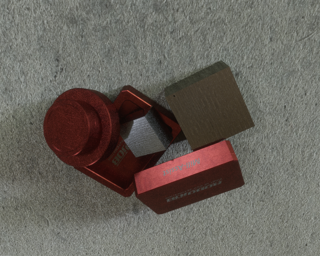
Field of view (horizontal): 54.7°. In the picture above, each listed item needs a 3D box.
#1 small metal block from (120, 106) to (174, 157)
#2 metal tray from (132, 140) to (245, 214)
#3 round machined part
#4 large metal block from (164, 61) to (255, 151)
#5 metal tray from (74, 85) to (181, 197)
[{"bbox_3d":[-0.020,0.006,0.388,0.050,0.025,0.050,-17,114,36],"label":"small metal block"},{"bbox_3d":[0.040,0.069,0.410,0.130,0.030,0.090,-21,145,8],"label":"metal tray"},{"bbox_3d":[-0.102,0.000,0.378,0.098,0.042,0.097,1,91,24],"label":"round machined part"},{"bbox_3d":[0.060,-0.028,0.388,0.080,0.050,0.080,-25,108,9],"label":"large metal block"},{"bbox_3d":[-0.044,0.020,0.414,0.090,0.030,0.129,33,107,-12],"label":"metal tray"}]
